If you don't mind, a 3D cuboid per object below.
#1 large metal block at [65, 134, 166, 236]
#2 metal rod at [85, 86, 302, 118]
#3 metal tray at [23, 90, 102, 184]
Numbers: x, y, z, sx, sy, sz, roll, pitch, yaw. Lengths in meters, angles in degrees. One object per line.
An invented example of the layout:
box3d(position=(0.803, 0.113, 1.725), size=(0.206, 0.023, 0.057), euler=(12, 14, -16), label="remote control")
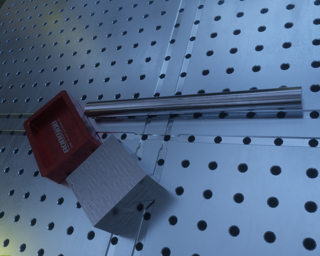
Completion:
box3d(position=(-0.055, 0.069, 0.379), size=(0.080, 0.050, 0.080), euler=(-44, 51, -3), label="large metal block")
box3d(position=(0.025, -0.031, 0.414), size=(0.300, 0.025, 0.025), euler=(-1, 61, 27), label="metal rod")
box3d(position=(-0.154, 0.010, 0.479), size=(0.090, 0.030, 0.130), euler=(-40, 51, 1), label="metal tray")
